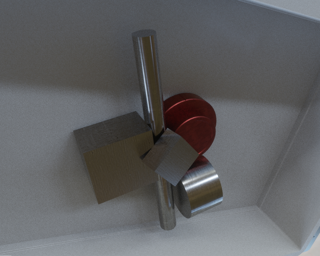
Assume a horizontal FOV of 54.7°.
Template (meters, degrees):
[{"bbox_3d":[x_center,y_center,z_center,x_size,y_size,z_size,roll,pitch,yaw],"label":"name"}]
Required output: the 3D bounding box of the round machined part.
[{"bbox_3d":[0.036,0.005,0.419,0.099,0.042,0.097,-14,125,-21],"label":"round machined part"}]

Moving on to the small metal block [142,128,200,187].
[{"bbox_3d":[0.014,0.036,0.376,0.050,0.025,0.050,-52,137,-6],"label":"small metal block"}]

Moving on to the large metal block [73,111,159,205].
[{"bbox_3d":[-0.052,0.035,0.382,0.081,0.050,0.079,-19,126,-18],"label":"large metal block"}]

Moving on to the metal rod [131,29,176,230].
[{"bbox_3d":[-0.002,0.026,0.396,0.025,0.025,0.298,-19,126,-18],"label":"metal rod"}]

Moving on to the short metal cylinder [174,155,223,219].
[{"bbox_3d":[0.047,0.084,0.451,0.050,0.080,0.079,-19,126,-18],"label":"short metal cylinder"}]
